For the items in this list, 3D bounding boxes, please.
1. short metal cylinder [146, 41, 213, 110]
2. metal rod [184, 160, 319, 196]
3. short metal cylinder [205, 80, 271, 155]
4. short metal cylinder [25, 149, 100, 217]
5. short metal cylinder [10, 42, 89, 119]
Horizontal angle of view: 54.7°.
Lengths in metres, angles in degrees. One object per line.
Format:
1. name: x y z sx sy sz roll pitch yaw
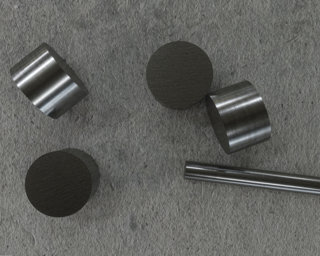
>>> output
1. short metal cylinder: 0.024 -0.064 0.396 0.080 0.050 0.080 0 89 2
2. metal rod: 0.183 0.074 0.411 0.302 0.025 0.025 7 90 0
3. short metal cylinder: 0.094 -0.013 0.383 0.050 0.080 0.080 -20 90 0
4. short metal cylinder: -0.122 0.067 0.396 0.081 0.050 0.079 0 90 0
5. short metal cylinder: -0.134 -0.057 0.381 0.050 0.080 0.080 -39 90 0
